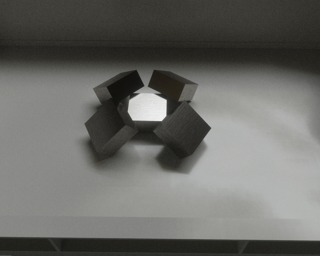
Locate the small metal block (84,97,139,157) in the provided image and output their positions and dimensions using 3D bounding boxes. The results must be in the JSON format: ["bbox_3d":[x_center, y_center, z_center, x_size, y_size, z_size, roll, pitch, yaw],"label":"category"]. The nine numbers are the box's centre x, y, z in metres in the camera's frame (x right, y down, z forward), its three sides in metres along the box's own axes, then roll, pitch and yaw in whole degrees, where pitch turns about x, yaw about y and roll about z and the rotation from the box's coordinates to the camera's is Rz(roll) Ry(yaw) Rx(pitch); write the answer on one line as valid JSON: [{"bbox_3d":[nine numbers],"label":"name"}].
[{"bbox_3d":[-0.062,-0.001,0.388,0.050,0.025,0.050,-42,54,14],"label":"small metal block"}]

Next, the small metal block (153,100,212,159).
[{"bbox_3d":[0.028,0.002,0.386,0.050,0.025,0.050,46,57,-8],"label":"small metal block"}]

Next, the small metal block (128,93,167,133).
[{"bbox_3d":[-0.017,-0.020,0.419,0.050,0.025,0.050,1,50,1],"label":"small metal block"}]

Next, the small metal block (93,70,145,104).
[{"bbox_3d":[-0.058,-0.057,0.434,0.050,0.025,0.050,-35,21,-25],"label":"small metal block"}]

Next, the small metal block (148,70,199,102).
[{"bbox_3d":[0.019,-0.060,0.437,0.050,0.025,0.050,28,19,21],"label":"small metal block"}]
